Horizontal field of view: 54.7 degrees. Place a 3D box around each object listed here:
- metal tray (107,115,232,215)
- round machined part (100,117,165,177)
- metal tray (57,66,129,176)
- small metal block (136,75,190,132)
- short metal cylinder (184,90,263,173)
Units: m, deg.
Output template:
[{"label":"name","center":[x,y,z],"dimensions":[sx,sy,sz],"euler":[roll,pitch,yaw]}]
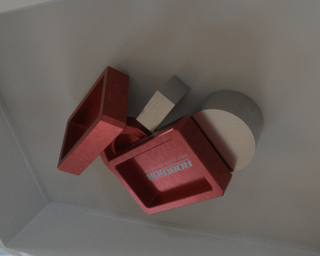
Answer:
[{"label":"metal tray","center":[0.007,0.050,0.368],"dimensions":[0.130,0.030,0.090],"euler":[-28,103,41]},{"label":"round machined part","center":[-0.034,0.027,0.430],"dimensions":[0.098,0.042,0.097],"euler":[13,124,20]},{"label":"metal tray","center":[-0.088,-0.007,0.403],"dimensions":[0.030,0.090,0.129],"euler":[24,134,-28]},{"label":"small metal block","center":[0.004,-0.029,0.368],"dimensions":[0.025,0.050,0.050],"euler":[40,127,1]},{"label":"short metal cylinder","center":[0.072,0.004,0.353],"dimensions":[0.080,0.050,0.079],"euler":[13,124,20]}]
